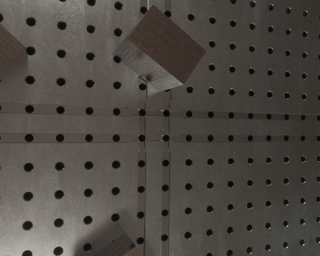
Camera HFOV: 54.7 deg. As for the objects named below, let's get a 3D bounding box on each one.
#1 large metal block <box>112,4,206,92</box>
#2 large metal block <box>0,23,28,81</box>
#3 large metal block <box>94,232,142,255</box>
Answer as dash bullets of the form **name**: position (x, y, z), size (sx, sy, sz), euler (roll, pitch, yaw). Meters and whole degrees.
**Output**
- **large metal block**: position (-0.004, -0.093, 0.383), size (0.080, 0.080, 0.050), euler (37, 78, -17)
- **large metal block**: position (-0.202, -0.083, 0.325), size (0.080, 0.050, 0.080), euler (46, 76, -15)
- **large metal block**: position (-0.050, 0.193, 0.382), size (0.080, 0.050, 0.080), euler (-33, 101, -17)
